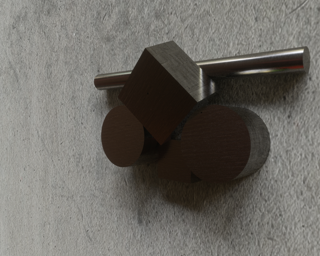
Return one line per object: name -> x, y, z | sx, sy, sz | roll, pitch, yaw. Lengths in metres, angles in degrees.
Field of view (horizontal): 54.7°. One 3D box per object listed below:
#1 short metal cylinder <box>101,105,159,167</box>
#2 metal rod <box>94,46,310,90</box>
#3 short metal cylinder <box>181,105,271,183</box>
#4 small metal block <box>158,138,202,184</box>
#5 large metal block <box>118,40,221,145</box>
short metal cylinder -> -0.033, 0.010, 0.417 | 0.080, 0.050, 0.079 | 0, 90, 40
metal rod -> 0.023, -0.068, 0.387 | 0.300, 0.025, 0.025 | 2, 91, 40
short metal cylinder -> 0.070, 0.016, 0.332 | 0.080, 0.050, 0.079 | 0, 90, 40
small metal block -> 0.025, 0.039, 0.387 | 0.050, 0.025, 0.050 | 3, 92, 40
large metal block -> 0.008, -0.041, 0.361 | 0.080, 0.050, 0.080 | 48, 133, 11
